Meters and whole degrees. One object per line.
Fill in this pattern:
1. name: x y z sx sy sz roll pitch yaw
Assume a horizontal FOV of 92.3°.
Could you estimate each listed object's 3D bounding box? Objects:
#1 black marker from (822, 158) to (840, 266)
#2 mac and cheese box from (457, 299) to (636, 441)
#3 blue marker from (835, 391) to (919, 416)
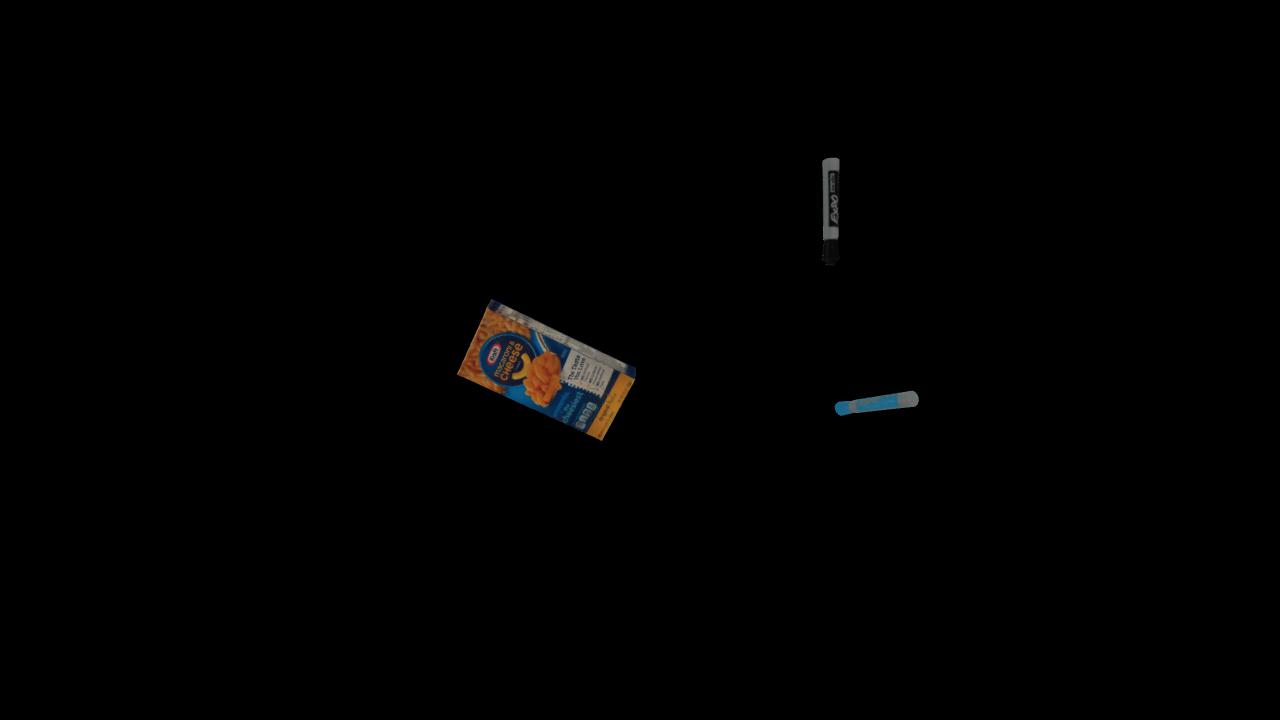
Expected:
1. black marker: 0.217 -0.168 0.700 0.020 0.121 0.020 1 -2 0
2. mac and cheese box: -0.105 0.013 0.709 0.184 0.093 0.041 25 21 -10
3. blue marker: 0.287 0.055 0.760 0.020 0.020 0.121 0 -10 -27
